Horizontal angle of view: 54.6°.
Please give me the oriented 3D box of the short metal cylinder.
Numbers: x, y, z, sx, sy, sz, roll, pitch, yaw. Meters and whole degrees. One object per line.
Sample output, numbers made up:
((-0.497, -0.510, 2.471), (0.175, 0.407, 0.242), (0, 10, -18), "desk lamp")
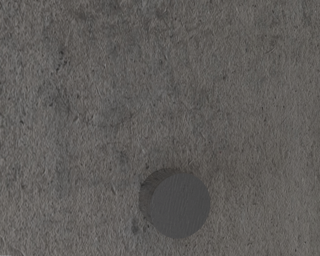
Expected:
((0.018, 0.095, 0.402), (0.081, 0.050, 0.080), (0, 90, -20), "short metal cylinder")
